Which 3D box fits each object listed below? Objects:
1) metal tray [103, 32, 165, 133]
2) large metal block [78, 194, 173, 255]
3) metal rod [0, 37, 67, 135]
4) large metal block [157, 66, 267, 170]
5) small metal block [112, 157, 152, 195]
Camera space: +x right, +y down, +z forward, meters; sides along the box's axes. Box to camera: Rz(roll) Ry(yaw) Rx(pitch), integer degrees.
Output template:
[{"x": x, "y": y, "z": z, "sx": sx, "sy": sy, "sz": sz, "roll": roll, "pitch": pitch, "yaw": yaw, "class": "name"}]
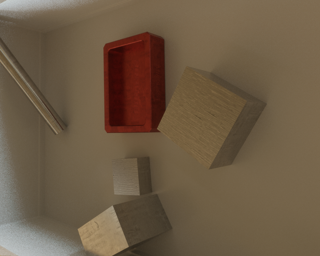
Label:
[{"x": -0.037, "y": -0.058, "z": 0.431, "sx": 0.090, "sy": 0.030, "sz": 0.129, "roll": -2, "pitch": 89, "yaw": 39, "class": "metal tray"}, {"x": -0.046, "y": 0.133, "z": 0.406, "sx": 0.080, "sy": 0.081, "sz": 0.050, "roll": -39, "pitch": 67, "yaw": 33, "class": "large metal block"}, {"x": -0.256, "y": -0.116, "z": 0.517, "sx": 0.025, "sy": 0.025, "sz": 0.299, "roll": -23, "pitch": 108, "yaw": 37, "class": "metal rod"}, {"x": 0.055, "y": -0.012, "z": 0.344, "sx": 0.080, "sy": 0.050, "sz": 0.079, "roll": 38, "pitch": 113, "yaw": 33, "class": "large metal block"}, {"x": -0.040, "y": 0.067, "z": 0.438, "sx": 0.050, "sy": 0.025, "sz": 0.050, "roll": -8, "pitch": 85, "yaw": 39, "class": "small metal block"}]
